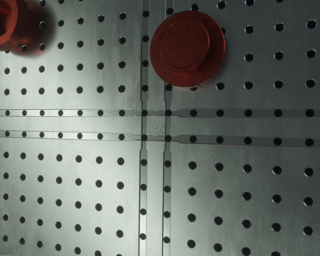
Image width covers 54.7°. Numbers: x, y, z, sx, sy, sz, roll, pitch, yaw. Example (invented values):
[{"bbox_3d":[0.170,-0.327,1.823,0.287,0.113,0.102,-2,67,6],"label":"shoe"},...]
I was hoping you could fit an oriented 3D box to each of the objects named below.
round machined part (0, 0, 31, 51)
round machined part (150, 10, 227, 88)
[{"bbox_3d":[-0.246,-0.169,0.488,0.098,0.042,0.097,0,90,19],"label":"round machined part"},{"bbox_3d":[0.032,-0.100,0.392,0.098,0.042,0.097,0,90,19],"label":"round machined part"}]
